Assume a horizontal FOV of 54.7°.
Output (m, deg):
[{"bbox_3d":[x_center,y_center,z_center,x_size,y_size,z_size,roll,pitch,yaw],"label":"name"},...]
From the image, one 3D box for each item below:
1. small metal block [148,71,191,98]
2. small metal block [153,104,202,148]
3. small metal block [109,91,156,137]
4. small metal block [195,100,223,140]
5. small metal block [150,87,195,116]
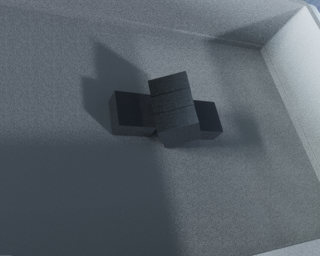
[{"bbox_3d":[0.016,-0.046,0.412,0.050,0.050,0.025,-14,63,5],"label":"small metal block"},{"bbox_3d":[0.024,-0.001,0.389,0.050,0.050,0.025,-15,64,5],"label":"small metal block"},{"bbox_3d":[-0.035,-0.018,0.397,0.050,0.025,0.050,4,60,-27],"label":"small metal block"},{"bbox_3d":[0.057,-0.012,0.444,0.050,0.025,0.050,3,60,-27],"label":"small metal block"},{"bbox_3d":[0.019,-0.023,0.401,0.050,0.050,0.025,-15,64,5],"label":"small metal block"}]
